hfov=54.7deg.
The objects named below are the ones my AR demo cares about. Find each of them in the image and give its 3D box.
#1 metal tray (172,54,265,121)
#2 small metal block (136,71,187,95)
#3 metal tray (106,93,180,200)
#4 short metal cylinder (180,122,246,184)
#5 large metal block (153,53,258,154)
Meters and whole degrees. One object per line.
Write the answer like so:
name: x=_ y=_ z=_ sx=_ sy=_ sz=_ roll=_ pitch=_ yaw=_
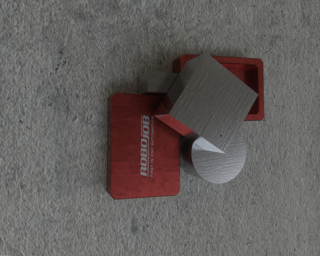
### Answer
metal tray: x=0.084 y=-0.054 z=0.439 sx=0.131 sy=0.030 sz=0.089 roll=-2 pitch=91 yaw=-20
small metal block: x=0.001 y=-0.055 z=0.397 sx=0.050 sy=0.050 sz=0.025 roll=1 pitch=90 yaw=-20
metal tray: x=-0.021 y=0.022 z=0.401 sx=0.091 sy=0.030 sz=0.129 roll=1 pitch=90 yaw=-20
short metal cylinder: x=0.069 y=0.032 z=0.422 sx=0.081 sy=0.050 sz=0.080 roll=0 pitch=90 yaw=-20
large metal block: x=0.053 y=-0.027 z=0.362 sx=0.080 sy=0.050 sz=0.080 roll=34 pitch=79 yaw=-17
